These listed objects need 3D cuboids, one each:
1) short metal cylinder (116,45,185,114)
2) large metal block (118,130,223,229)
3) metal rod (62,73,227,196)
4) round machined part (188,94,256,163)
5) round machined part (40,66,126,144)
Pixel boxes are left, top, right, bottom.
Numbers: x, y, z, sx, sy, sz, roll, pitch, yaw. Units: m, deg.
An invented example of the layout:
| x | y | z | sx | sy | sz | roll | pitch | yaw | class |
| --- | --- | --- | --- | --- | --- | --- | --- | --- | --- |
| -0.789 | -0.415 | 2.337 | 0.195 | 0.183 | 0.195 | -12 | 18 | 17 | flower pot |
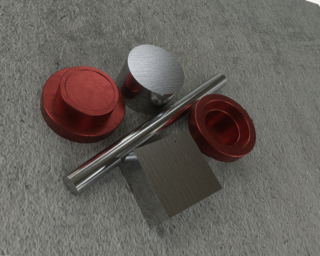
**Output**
| x | y | z | sx | sy | sz | roll | pitch | yaw | class |
| --- | --- | --- | --- | --- | --- | --- | --- | --- | --- |
| -0.014 | -0.065 | 0.421 | 0.081 | 0.050 | 0.080 | 14 | 56 | -21 | short metal cylinder |
| 0.011 | 0.058 | 0.361 | 0.081 | 0.050 | 0.080 | -19 | 72 | -35 | large metal block |
| 0.003 | -0.009 | 0.413 | 0.025 | 0.025 | 0.302 | 49 | 51 | 6 | metal rod |
| 0.082 | 0.004 | 0.436 | 0.099 | 0.042 | 0.098 | 14 | 56 | -21 | round machined part |
| -0.087 | -0.034 | 0.368 | 0.099 | 0.042 | 0.098 | 14 | 56 | -21 | round machined part |
